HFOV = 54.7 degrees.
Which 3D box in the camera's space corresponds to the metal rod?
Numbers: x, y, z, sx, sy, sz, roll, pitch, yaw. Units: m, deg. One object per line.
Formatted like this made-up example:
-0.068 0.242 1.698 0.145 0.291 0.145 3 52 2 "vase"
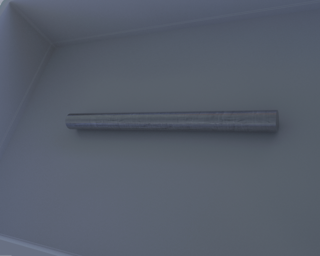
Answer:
-0.004 -0.009 0.409 0.300 0.025 0.025 1 62 28 "metal rod"
